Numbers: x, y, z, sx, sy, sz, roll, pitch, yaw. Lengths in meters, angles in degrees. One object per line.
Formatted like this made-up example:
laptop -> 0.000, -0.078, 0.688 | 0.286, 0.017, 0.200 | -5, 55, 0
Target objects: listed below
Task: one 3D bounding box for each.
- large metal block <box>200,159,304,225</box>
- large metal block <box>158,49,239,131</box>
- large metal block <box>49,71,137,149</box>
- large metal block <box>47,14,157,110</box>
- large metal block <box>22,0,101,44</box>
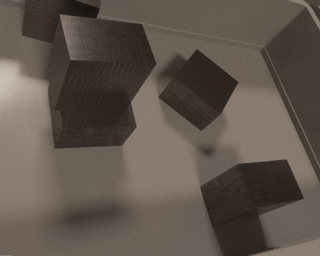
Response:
large metal block -> 0.111, 0.080, 0.383 | 0.081, 0.080, 0.050 | -1, 62, -29
large metal block -> 0.058, -0.057, 0.457 | 0.080, 0.050, 0.080 | 38, 51, -3
large metal block -> -0.081, -0.024, 0.362 | 0.081, 0.050, 0.080 | -1, 62, -29
large metal block -> -0.062, -0.061, 0.311 | 0.081, 0.080, 0.050 | -5, 64, -31
large metal block -> -0.126, -0.152, 0.396 | 0.081, 0.080, 0.050 | 11, 57, -23
